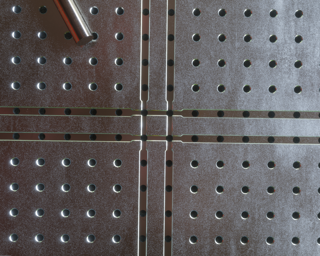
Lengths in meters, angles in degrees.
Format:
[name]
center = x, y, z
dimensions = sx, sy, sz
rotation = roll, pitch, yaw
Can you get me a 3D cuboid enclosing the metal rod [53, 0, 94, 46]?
[metal rod]
center = -0.170, -0.248, 0.411
dimensions = 0.025, 0.025, 0.299
rotation = -28, 90, 0
